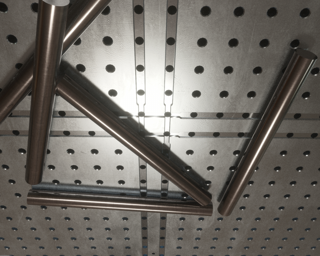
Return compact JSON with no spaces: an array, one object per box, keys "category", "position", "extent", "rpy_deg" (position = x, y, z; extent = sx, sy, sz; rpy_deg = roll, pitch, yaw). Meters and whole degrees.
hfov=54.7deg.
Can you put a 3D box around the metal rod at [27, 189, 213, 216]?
[{"category":"metal rod","position":[-0.062,0.125,0.517],"extent":[0.302,0.025,0.025],"rpy_deg":[5,130,-5]}]

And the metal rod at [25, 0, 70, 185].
[{"category":"metal rod","position":[-0.142,-0.018,0.371],"extent":[0.025,0.025,0.298],"rpy_deg":[15,135,-13]}]

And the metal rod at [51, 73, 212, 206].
[{"category":"metal rod","position":[-0.022,0.031,0.437],"extent":[0.025,0.025,0.300],"rpy_deg":[-33,123,24]}]

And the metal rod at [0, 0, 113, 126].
[{"category":"metal rod","position":[-0.151,-0.060,0.357],"extent":[0.299,0.025,0.025],"rpy_deg":[-37,121,27]}]

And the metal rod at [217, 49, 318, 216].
[{"category":"metal rod","position":[0.137,0.030,0.439],"extent":[0.025,0.025,0.298],"rpy_deg":[7,130,-7]}]
